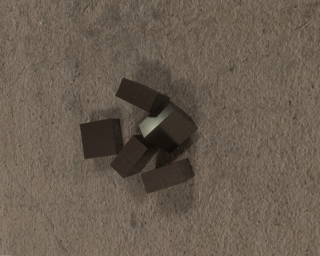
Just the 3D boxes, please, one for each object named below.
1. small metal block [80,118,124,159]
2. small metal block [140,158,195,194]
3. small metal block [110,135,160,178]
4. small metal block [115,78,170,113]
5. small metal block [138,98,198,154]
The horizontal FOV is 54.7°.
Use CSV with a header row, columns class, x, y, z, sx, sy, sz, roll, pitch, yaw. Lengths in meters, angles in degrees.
class,x,y,z,sx,sy,sz,roll,pitch,yaw
small metal block,-0.081,0.015,0.436,0.050,0.025,0.050,-9,87,19
small metal block,0.011,0.059,0.391,0.050,0.050,0.025,-21,83,18
small metal block,-0.031,0.036,0.406,0.025,0.050,0.050,42,103,15
small metal block,-0.021,-0.041,0.402,0.050,0.050,0.025,27,99,17
small metal block,0.011,-0.002,0.388,0.050,0.050,0.025,-43,42,15
